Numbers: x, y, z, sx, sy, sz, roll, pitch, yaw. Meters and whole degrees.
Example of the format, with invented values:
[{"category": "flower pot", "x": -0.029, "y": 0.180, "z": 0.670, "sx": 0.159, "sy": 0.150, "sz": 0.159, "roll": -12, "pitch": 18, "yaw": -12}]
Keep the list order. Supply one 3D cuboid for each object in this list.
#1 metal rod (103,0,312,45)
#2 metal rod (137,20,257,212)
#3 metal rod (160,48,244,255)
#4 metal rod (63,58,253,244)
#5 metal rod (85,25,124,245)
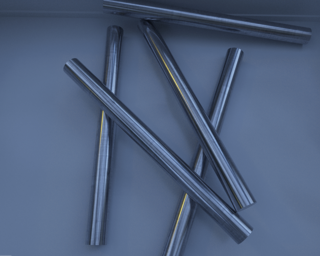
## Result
[{"category": "metal rod", "x": 0.070, "y": -0.157, "z": 0.451, "sx": 0.302, "sy": 0.025, "sz": 0.025, "roll": 8, "pitch": 70, "yaw": -4}, {"category": "metal rod", "x": 0.036, "y": -0.035, "z": 0.403, "sx": 0.025, "sy": 0.025, "sz": 0.299, "roll": -22, "pitch": 64, "yaw": -8}, {"category": "metal rod", "x": 0.060, "y": 0.023, "z": 0.401, "sx": 0.025, "sy": 0.025, "sz": 0.300, "roll": 18, "pitch": 71, "yaw": 6}, {"category": "metal rod", "x": -0.012, "y": 0.018, "z": 0.375, "sx": 0.025, "sy": 0.025, "sz": 0.300, "roll": -43, "pitch": 76, "yaw": -14}, {"category": "metal rod", "x": -0.070, "y": -0.005, "z": 0.410, "sx": 0.025, "sy": 0.025, "sz": 0.299, "roll": 1, "pitch": 70, "yaw": 0}]
